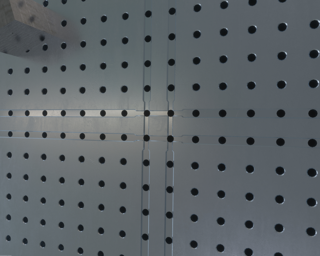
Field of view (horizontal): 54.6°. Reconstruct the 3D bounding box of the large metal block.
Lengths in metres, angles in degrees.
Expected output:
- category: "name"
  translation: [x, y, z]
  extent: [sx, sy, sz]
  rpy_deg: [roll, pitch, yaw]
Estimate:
- category: "large metal block"
  translation: [-0.221, -0.154, 0.462]
  extent: [0.080, 0.080, 0.050]
  rpy_deg: [-20, 83, 19]
